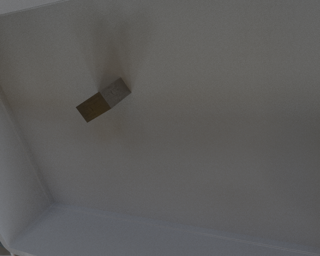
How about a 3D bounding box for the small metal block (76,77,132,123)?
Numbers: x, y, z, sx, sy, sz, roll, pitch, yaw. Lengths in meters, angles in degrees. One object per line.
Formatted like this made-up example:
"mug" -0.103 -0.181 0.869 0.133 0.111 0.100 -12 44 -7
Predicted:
"small metal block" -0.074 -0.037 0.409 0.050 0.050 0.025 -25 105 37
